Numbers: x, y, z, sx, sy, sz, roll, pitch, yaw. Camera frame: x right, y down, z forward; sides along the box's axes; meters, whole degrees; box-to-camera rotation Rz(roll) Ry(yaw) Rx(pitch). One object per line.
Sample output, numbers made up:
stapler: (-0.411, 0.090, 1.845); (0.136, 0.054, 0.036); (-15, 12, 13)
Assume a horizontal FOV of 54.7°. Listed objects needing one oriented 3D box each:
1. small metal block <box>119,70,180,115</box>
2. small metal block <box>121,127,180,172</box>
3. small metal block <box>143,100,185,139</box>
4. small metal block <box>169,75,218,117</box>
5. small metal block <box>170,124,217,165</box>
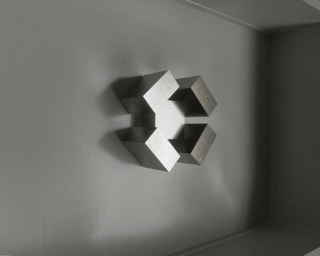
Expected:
small metal block: (-0.013, -0.043, 0.376); (0.050, 0.050, 0.025); (-49, 119, -28)
small metal block: (-0.012, 0.025, 0.378); (0.025, 0.050, 0.050); (-52, 120, -26)
small metal block: (0.006, -0.011, 0.408); (0.050, 0.025, 0.050); (1, 90, -40)
small metal block: (0.042, -0.042, 0.422); (0.025, 0.050, 0.050); (-53, 122, -28)
small metal block: (0.041, 0.021, 0.422); (0.025, 0.050, 0.050); (49, 60, -30)
